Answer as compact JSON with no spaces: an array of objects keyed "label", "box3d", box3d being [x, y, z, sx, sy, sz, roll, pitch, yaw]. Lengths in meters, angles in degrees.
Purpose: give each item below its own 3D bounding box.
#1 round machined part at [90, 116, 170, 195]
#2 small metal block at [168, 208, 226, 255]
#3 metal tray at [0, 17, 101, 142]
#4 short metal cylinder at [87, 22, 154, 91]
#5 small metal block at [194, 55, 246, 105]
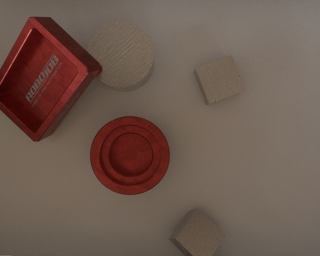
[{"label":"round machined part","box3d":[-0.037,0.034,0.402,0.099,0.042,0.097,0,90,-1]},{"label":"small metal block","box3d":[0.048,0.142,0.402,0.050,0.025,0.050,45,61,0]},{"label":"metal tray","box3d":[-0.145,-0.057,0.379,0.090,0.030,0.129,44,115,0]},{"label":"short metal cylinder","box3d":[-0.048,-0.089,0.398,0.081,0.050,0.079,0,90,-1]},{"label":"small metal block","box3d":[0.078,-0.063,0.412,0.050,0.025,0.050,-21,90,-1]}]
